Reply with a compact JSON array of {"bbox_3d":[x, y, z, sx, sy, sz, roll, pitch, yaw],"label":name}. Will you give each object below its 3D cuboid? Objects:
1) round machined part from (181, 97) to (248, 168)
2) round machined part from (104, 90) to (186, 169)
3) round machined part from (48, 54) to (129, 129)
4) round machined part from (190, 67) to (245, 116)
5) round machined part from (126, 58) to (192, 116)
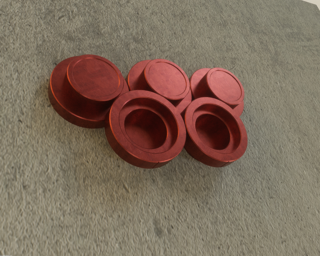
[{"bbox_3d":[0.068,0.009,0.427,0.099,0.042,0.098,14,56,-21],"label":"round machined part"},{"bbox_3d":[-0.021,0.005,0.381,0.099,0.042,0.098,14,56,-21],"label":"round machined part"},{"bbox_3d":[-0.084,-0.052,0.382,0.099,0.042,0.098,14,56,-21],"label":"round machined part"},{"bbox_3d":[0.090,-0.054,0.478,0.099,0.042,0.098,14,56,-21],"label":"round machined part"},{"bbox_3d":[0.002,-0.057,0.432,0.099,0.042,0.098,14,56,-21],"label":"round machined part"}]
